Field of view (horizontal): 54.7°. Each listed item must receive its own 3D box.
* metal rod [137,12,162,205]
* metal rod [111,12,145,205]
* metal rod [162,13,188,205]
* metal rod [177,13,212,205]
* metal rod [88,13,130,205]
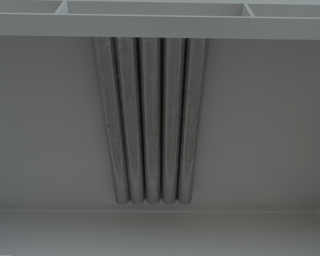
[{"bbox_3d":[-0.011,0.001,0.408,0.025,0.025,0.298,0,130,0],"label":"metal rod"},{"bbox_3d":[-0.036,0.001,0.408,0.025,0.025,0.298,0,130,0],"label":"metal rod"},{"bbox_3d":[0.015,0.002,0.409,0.025,0.025,0.298,0,130,0],"label":"metal rod"},{"bbox_3d":[0.040,0.002,0.409,0.025,0.025,0.298,0,130,0],"label":"metal rod"},{"bbox_3d":[-0.060,0.002,0.408,0.025,0.025,0.298,0,130,0],"label":"metal rod"}]
